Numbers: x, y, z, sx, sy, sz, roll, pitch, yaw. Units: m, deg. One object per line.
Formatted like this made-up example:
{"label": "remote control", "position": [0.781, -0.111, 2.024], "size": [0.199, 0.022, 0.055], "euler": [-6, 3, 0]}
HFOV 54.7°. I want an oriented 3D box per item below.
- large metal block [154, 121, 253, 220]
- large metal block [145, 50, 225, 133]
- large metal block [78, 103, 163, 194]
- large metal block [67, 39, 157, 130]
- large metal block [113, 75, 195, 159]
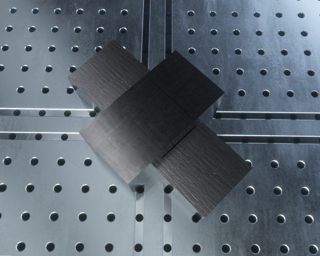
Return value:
{"label": "large metal block", "position": [0.050, 0.053, 0.380], "size": [0.080, 0.050, 0.080], "euler": [-42, 76, -13]}
{"label": "large metal block", "position": [0.029, -0.038, 0.397], "size": [0.050, 0.080, 0.080], "euler": [-43, 76, -14]}
{"label": "large metal block", "position": [-0.043, 0.028, 0.372], "size": [0.050, 0.080, 0.080], "euler": [-43, 76, -14]}
{"label": "large metal block", "position": [-0.061, -0.057, 0.416], "size": [0.080, 0.050, 0.080], "euler": [43, 76, 13]}
{"label": "large metal block", "position": [-0.008, -0.005, 0.385], "size": [0.050, 0.080, 0.080], "euler": [-43, 76, -14]}
